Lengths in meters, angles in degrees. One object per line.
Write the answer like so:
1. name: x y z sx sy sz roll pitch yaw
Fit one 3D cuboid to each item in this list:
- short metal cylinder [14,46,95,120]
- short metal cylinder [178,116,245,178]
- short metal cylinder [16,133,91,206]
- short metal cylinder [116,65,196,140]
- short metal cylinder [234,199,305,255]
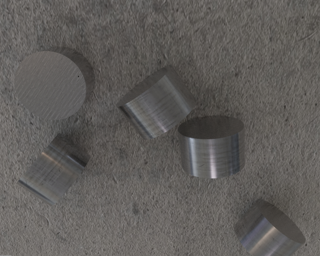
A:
1. short metal cylinder: -0.124 -0.055 0.375 0.081 0.050 0.079 0 110 0
2. short metal cylinder: 0.065 0.021 0.389 0.080 0.080 0.050 -6 110 2
3. short metal cylinder: -0.135 0.052 0.398 0.050 0.080 0.080 40 105 -13
4. short metal cylinder: -0.004 -0.031 0.369 0.080 0.080 0.050 -34 107 11
5. short metal cylinder: 0.153 0.147 0.436 0.080 0.080 0.050 31 107 -11
